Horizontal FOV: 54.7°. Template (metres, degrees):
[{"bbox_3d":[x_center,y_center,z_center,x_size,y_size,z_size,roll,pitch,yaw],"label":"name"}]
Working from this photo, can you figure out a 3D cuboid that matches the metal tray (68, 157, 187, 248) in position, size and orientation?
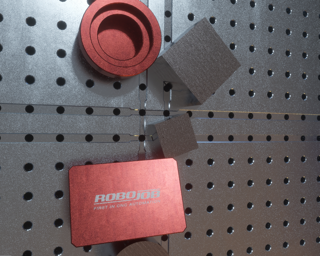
[{"bbox_3d":[-0.040,0.087,0.373,0.131,0.030,0.090,-3,72,-14],"label":"metal tray"}]

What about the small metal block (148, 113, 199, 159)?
[{"bbox_3d":[0.018,0.011,0.421,0.050,0.025,0.050,-19,97,-19],"label":"small metal block"}]

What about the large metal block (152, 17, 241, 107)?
[{"bbox_3d":[0.047,-0.086,0.418,0.080,0.050,0.080,-45,104,-15],"label":"large metal block"}]

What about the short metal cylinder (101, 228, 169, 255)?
[{"bbox_3d":[-0.031,0.173,0.389,0.081,0.050,0.079,0,90,-21],"label":"short metal cylinder"}]

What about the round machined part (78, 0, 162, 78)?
[{"bbox_3d":[-0.051,-0.110,0.385,0.099,0.042,0.097,0,90,-21],"label":"round machined part"}]
